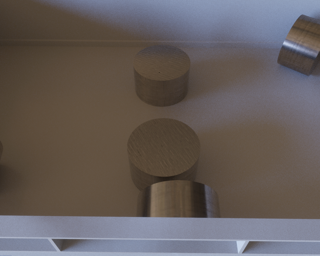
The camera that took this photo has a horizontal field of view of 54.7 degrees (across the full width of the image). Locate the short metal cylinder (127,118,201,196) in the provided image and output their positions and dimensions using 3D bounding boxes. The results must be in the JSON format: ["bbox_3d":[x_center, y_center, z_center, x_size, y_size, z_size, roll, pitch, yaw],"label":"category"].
[{"bbox_3d":[0.004,0.035,0.359,0.080,0.050,0.080,0,50,0],"label":"short metal cylinder"}]

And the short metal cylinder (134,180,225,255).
[{"bbox_3d":[0.017,0.091,0.293,0.080,0.080,0.050,1,50,0],"label":"short metal cylinder"}]

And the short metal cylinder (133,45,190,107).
[{"bbox_3d":[0.003,-0.077,0.454,0.080,0.050,0.080,0,50,0],"label":"short metal cylinder"}]

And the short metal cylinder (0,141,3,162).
[{"bbox_3d":[-0.220,0.038,0.336,0.081,0.080,0.050,-5,50,-4],"label":"short metal cylinder"}]

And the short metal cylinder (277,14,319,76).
[{"bbox_3d":[0.225,-0.127,0.477,0.050,0.080,0.080,31,57,23],"label":"short metal cylinder"}]
